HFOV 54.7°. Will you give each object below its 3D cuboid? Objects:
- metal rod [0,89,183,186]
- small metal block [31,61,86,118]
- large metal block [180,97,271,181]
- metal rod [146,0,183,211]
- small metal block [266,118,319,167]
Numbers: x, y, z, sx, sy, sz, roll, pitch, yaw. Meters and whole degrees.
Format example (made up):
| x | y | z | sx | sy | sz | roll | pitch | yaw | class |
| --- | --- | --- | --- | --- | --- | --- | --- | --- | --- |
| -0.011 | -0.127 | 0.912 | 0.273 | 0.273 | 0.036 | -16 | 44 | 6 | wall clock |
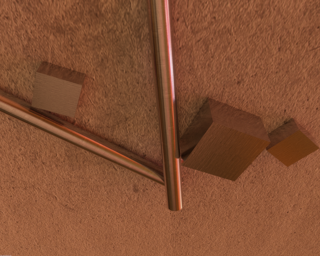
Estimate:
| x | y | z | sx | sy | sz | roll | pitch | yaw | class |
| --- | --- | --- | --- | --- | --- | --- | --- | --- | --- |
| -0.095 | 0.020 | 0.422 | 0.301 | 0.025 | 0.025 | 28 | 124 | -23 | metal rod |
| -0.120 | -0.045 | 0.367 | 0.050 | 0.025 | 0.050 | 16 | 128 | -14 | small metal block |
| 0.081 | 0.017 | 0.407 | 0.081 | 0.050 | 0.079 | 18 | 128 | -16 | large metal block |
| 0.011 | -0.006 | 0.384 | 0.025 | 0.025 | 0.298 | -4 | 125 | 3 | metal rod |
| 0.180 | 0.021 | 0.428 | 0.050 | 0.025 | 0.050 | 34 | 122 | -26 | small metal block |
